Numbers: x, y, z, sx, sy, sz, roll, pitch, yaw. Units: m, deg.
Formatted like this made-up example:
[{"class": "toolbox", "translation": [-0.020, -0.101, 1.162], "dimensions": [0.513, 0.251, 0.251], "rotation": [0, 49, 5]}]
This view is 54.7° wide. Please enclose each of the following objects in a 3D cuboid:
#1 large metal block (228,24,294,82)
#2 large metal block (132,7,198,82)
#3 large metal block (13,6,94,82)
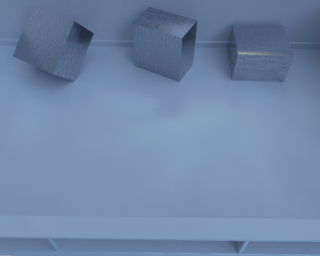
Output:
[{"class": "large metal block", "translation": [0.155, -0.120, 0.490], "dimensions": [0.080, 0.050, 0.080], "rotation": [2, 50, 2]}, {"class": "large metal block", "translation": [0.007, -0.128, 0.477], "dimensions": [0.080, 0.080, 0.050], "rotation": [22, 54, 18]}, {"class": "large metal block", "translation": [-0.160, -0.126, 0.467], "dimensions": [0.080, 0.050, 0.080], "rotation": [25, 95, 19]}]
